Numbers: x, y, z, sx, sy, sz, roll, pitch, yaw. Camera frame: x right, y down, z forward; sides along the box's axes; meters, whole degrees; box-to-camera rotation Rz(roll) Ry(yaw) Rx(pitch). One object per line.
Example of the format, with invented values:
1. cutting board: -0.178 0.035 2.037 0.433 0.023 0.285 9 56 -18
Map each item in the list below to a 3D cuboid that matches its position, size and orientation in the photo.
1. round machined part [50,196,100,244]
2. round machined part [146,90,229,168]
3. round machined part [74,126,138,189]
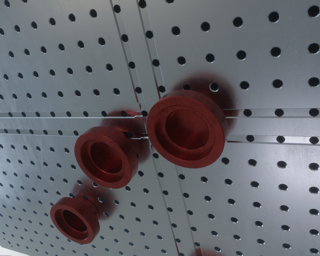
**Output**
1. round machined part: -0.155 0.168 0.587 0.098 0.042 0.097 13 124 21
2. round machined part: 0.036 -0.002 0.380 0.098 0.042 0.097 13 124 21
3. round machined part: -0.075 0.040 0.465 0.098 0.042 0.097 13 124 21
